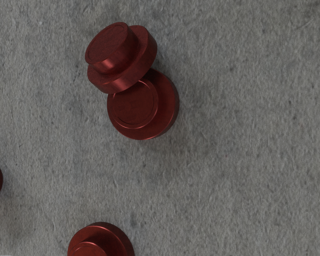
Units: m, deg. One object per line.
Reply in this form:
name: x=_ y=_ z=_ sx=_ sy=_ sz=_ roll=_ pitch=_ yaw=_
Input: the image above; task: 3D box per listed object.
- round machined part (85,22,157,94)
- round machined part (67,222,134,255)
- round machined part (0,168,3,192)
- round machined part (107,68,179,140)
round machined part: x=-0.056 y=-0.095 z=0.393 sx=0.098 sy=0.042 sz=0.098 roll=-20 pitch=49 yaw=25
round machined part: x=-0.088 y=0.185 z=0.430 sx=0.098 sy=0.042 sz=0.097 roll=0 pitch=90 yaw=19
round machined part: x=-0.298 y=0.086 z=0.503 sx=0.098 sy=0.042 sz=0.097 roll=0 pitch=90 yaw=19
round machined part: x=-0.027 y=-0.032 z=0.409 sx=0.098 sy=0.042 sz=0.097 roll=0 pitch=90 yaw=19
